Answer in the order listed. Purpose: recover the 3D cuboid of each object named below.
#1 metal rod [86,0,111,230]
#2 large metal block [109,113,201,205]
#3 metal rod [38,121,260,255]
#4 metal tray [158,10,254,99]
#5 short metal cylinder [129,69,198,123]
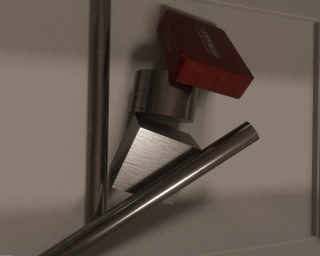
[{"bbox_3d":[-0.076,-0.027,0.383,0.025,0.025,0.298,1,90,-20],"label":"metal rod"},{"bbox_3d":[-0.008,0.038,0.382,0.080,0.050,0.080,21,105,-19],"label":"large metal block"},{"bbox_3d":[-0.021,0.084,0.355,0.301,0.025,0.025,-33,102,1],"label":"metal rod"},{"bbox_3d":[0.051,-0.095,0.382,0.091,0.130,0.030,13,128,-20],"label":"metal tray"},{"bbox_3d":[0.005,-0.037,0.384,0.081,0.080,0.050,10,87,-20],"label":"short metal cylinder"}]
